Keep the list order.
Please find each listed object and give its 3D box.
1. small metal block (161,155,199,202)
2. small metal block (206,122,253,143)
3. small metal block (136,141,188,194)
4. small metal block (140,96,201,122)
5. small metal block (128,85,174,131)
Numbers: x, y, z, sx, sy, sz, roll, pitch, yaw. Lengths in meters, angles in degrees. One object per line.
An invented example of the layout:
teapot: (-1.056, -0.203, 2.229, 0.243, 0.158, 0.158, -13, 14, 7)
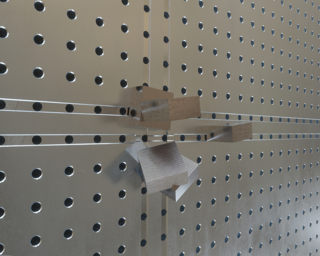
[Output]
small metal block: (0.016, 0.060, 0.405, 0.050, 0.050, 0.025, -42, 146, -32)
small metal block: (0.109, 0.006, 0.487, 0.050, 0.050, 0.025, -9, 96, -40)
small metal block: (0.002, 0.048, 0.382, 0.050, 0.050, 0.025, -13, 135, -9)
small metal block: (0.013, -0.023, 0.373, 0.050, 0.050, 0.025, -9, 96, -40)
small metal block: (-0.011, -0.024, 0.402, 0.050, 0.025, 0.050, 9, 84, -40)
